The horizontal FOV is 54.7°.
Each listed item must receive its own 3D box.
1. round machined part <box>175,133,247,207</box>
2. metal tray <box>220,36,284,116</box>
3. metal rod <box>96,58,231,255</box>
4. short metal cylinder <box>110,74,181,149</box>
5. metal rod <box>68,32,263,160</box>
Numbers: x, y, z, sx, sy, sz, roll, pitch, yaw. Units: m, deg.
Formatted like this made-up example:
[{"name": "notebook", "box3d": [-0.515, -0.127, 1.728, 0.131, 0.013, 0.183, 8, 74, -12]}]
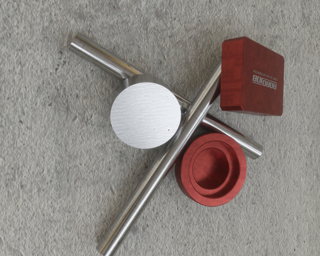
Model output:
[{"name": "round machined part", "box3d": [0.066, 0.055, 0.426, 0.099, 0.042, 0.097, 0, 90, -20]}, {"name": "metal tray", "box3d": [0.131, -0.064, 0.426, 0.131, 0.030, 0.089, 2, 89, -48]}, {"name": "metal rod", "box3d": [0.014, 0.030, 0.397, 0.025, 0.025, 0.300, 35, 85, -17]}, {"name": "short metal cylinder", "box3d": [-0.019, -0.021, 0.376, 0.081, 0.050, 0.079, -3, 111, -7]}, {"name": "metal rod", "box3d": [0.021, -0.034, 0.419, 0.301, 0.025, 0.025, 30, 80, -18]}]
